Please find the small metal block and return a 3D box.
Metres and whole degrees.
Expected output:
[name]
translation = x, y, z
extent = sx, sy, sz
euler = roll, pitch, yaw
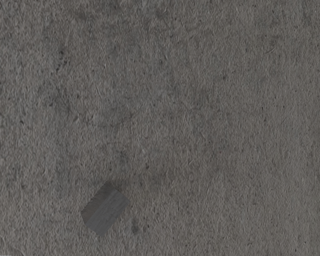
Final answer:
[small metal block]
translation = -0.066, 0.095, 0.371
extent = 0.025, 0.050, 0.050
euler = 43, 77, -15
